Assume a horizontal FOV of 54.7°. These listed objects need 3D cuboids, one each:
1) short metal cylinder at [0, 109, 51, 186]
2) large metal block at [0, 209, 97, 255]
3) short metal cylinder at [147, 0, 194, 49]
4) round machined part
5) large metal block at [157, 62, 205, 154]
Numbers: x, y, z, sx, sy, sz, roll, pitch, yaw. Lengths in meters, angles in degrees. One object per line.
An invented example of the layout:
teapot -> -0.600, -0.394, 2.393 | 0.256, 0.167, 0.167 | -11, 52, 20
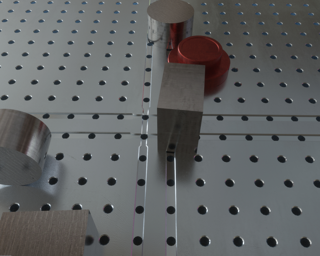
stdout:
short metal cylinder -> -0.170, 0.024, 0.351 | 0.081, 0.080, 0.050 | -1, 50, -1
large metal block -> -0.106, 0.125, 0.286 | 0.081, 0.050, 0.080 | -1, 50, -1
short metal cylinder -> 0.018, -0.184, 0.546 | 0.081, 0.050, 0.080 | 0, 50, 0
round machined part -> 0.062, -0.109, 0.489 | 0.099, 0.042, 0.098 | 0, 50, 0
large metal block -> 0.027, -0.025, 0.393 | 0.050, 0.080, 0.080 | 5, 50, 4
